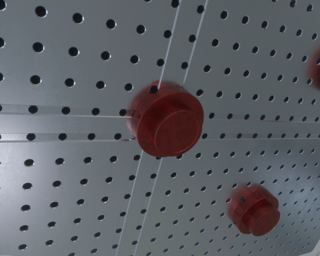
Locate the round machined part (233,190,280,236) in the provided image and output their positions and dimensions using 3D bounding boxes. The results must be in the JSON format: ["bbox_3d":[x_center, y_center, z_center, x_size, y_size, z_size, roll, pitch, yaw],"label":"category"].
[{"bbox_3d":[0.197,0.175,0.615,0.099,0.042,0.097,-14,124,-21],"label":"round machined part"}]

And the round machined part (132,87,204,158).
[{"bbox_3d":[0.016,-0.001,0.407,0.099,0.042,0.097,-14,124,-21],"label":"round machined part"}]
